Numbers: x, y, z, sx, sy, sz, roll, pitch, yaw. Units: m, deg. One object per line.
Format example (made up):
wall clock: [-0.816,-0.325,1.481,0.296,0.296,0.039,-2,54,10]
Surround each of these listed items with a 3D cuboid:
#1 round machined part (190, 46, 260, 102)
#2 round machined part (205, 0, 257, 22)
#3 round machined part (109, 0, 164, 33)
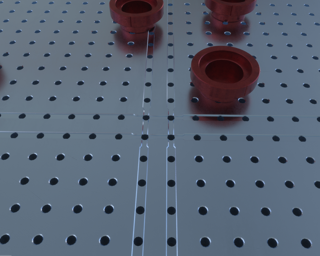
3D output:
round machined part: [0.094,-0.076,0.461,0.099,0.042,0.098,0,50,0]
round machined part: [0.135,-0.242,0.601,0.099,0.042,0.098,0,50,0]
round machined part: [-0.043,-0.213,0.576,0.099,0.042,0.098,0,50,0]
